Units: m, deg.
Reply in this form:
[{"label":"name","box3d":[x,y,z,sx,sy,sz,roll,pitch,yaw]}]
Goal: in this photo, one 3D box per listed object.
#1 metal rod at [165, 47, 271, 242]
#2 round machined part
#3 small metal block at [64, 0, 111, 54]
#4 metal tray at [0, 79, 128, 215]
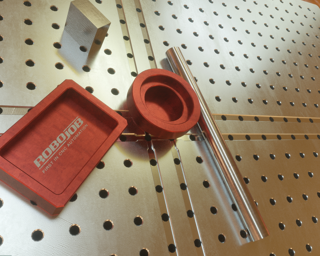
[{"label":"metal rod","box3d":[0.074,0.009,0.442,0.025,0.025,0.299,-10,67,-32]},{"label":"round machined part","box3d":[0.001,-0.028,0.415,0.099,0.042,0.098,14,56,-21]},{"label":"small metal block","box3d":[-0.100,-0.139,0.423,0.050,0.050,0.025,45,51,3]},{"label":"metal tray","box3d":[-0.106,0.015,0.338,0.090,0.030,0.130,37,51,-4]}]
